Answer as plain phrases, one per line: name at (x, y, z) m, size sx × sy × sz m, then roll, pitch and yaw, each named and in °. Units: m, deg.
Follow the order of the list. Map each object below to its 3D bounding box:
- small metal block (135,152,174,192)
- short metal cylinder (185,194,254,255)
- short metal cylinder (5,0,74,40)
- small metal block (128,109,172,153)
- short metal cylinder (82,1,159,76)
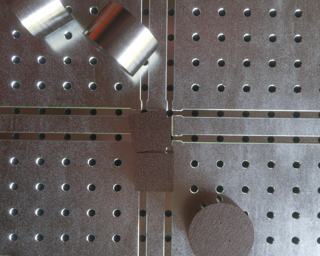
small metal block at (-0.007, 0.057, 0.413) m, size 0.050 × 0.025 × 0.050 m, roll 1°, pitch 90°, yaw 0°
short metal cylinder at (0.075, 0.131, 0.401) m, size 0.081 × 0.050 × 0.079 m, roll 0°, pitch 90°, yaw 0°
short metal cylinder at (-0.152, -0.157, 0.384) m, size 0.050 × 0.080 × 0.080 m, roll -32°, pitch 90°, yaw 0°
small metal block at (-0.013, 0.004, 0.413) m, size 0.050 × 0.025 × 0.050 m, roll -9°, pitch 90°, yaw 0°
short metal cylinder at (-0.048, -0.109, 0.385) m, size 0.080 × 0.080 × 0.050 m, roll 40°, pitch 90°, yaw 0°
